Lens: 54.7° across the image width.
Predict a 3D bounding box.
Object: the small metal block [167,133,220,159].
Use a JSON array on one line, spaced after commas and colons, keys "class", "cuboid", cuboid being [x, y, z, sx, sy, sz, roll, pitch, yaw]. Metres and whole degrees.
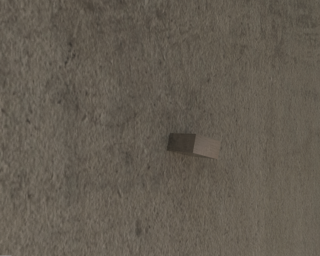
[{"class": "small metal block", "cuboid": [0.047, 0.025, 0.430, 0.050, 0.050, 0.025, 17, 79, -39]}]
